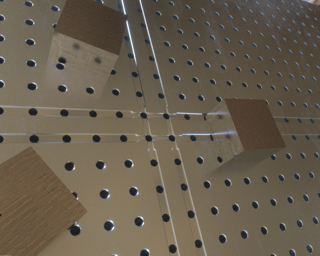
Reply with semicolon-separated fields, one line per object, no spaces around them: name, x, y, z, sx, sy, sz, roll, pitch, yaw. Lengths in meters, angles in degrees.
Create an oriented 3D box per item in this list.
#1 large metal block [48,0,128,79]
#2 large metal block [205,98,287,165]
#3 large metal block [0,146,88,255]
large metal block;-0.095;-0.123;0.416;0.080;0.050;0.080;18;55;-18
large metal block;0.124;0.005;0.455;0.081;0.050;0.080;-1;63;-29
large metal block;-0.127;0.077;0.277;0.080;0.050;0.080;47;51;5
